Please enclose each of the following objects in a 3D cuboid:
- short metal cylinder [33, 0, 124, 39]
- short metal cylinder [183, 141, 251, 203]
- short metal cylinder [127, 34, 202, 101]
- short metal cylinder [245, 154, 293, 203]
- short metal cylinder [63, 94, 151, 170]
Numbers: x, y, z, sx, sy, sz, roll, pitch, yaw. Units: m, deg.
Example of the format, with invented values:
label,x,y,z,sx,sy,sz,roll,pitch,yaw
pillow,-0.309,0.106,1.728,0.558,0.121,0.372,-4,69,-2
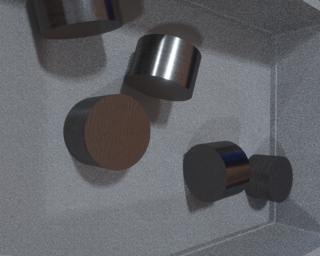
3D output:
label,x,y,z,sx,sy,sz,roll,pitch,yaw
short metal cylinder,-0.080,-0.121,0.303,0.081,0.080,0.050,-18,102,-39
short metal cylinder,0.079,0.060,0.437,0.050,0.080,0.079,-5,93,-40
short metal cylinder,0.005,-0.070,0.375,0.080,0.080,0.050,23,76,-38
short metal cylinder,0.193,0.088,0.552,0.081,0.050,0.080,0,90,-40
short metal cylinder,-0.058,0.004,0.342,0.081,0.050,0.080,0,90,-40
